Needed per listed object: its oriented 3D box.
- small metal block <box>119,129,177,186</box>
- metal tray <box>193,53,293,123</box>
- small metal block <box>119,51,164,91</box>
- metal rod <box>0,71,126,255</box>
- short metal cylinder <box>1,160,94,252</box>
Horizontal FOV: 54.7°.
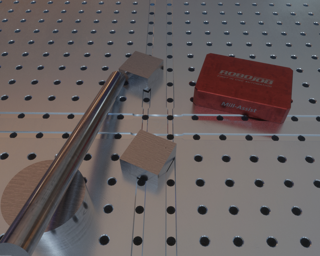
[{"bbox_3d":[-0.014,0.035,0.378,0.050,0.025,0.050,21,53,17],"label":"small metal block"},{"bbox_3d":[0.123,-0.062,0.457,0.131,0.030,0.090,14,51,11],"label":"metal tray"},{"bbox_3d":[-0.028,-0.090,0.483,0.050,0.025,0.050,22,53,17],"label":"small metal block"},{"bbox_3d":[-0.086,0.008,0.348,0.025,0.025,0.301,7,34,5],"label":"metal rod"},{"bbox_3d":[-0.114,0.080,0.323,0.081,0.050,0.080,0,50,0],"label":"short metal cylinder"}]
